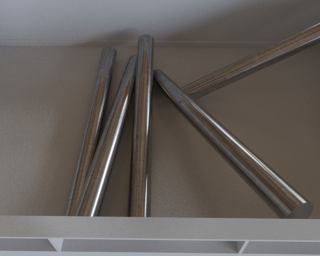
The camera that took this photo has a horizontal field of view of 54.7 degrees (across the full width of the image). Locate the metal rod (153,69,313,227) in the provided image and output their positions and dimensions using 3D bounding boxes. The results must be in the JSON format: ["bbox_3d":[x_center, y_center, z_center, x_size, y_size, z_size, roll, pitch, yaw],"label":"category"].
[{"bbox_3d":[0.050,-0.006,0.353,0.025,0.025,0.300,-18,35,-14],"label":"metal rod"}]

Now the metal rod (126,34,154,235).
[{"bbox_3d":[-0.022,-0.016,0.403,0.025,0.025,0.300,0,54,0],"label":"metal rod"}]

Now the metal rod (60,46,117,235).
[{"bbox_3d":[-0.086,-0.009,0.411,0.025,0.025,0.300,1,50,1],"label":"metal rod"}]

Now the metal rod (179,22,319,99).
[{"bbox_3d":[0.164,-0.104,0.411,0.300,0.025,0.025,-24,50,13],"label":"metal rod"}]

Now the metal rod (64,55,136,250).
[{"bbox_3d":[-0.057,0.001,0.389,0.025,0.025,0.300,6,46,5],"label":"metal rod"}]
